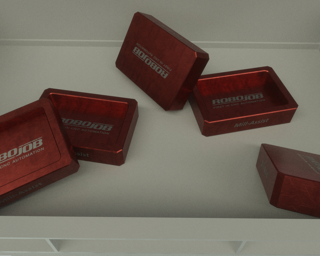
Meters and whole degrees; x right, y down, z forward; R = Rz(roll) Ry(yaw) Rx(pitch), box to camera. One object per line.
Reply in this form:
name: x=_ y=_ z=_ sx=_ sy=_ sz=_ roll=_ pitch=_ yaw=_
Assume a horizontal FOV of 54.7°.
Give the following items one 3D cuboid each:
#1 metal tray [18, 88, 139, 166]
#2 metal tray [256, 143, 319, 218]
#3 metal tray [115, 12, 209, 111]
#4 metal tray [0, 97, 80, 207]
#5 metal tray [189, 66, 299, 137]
metal tray: x=-0.101 y=-0.004 z=0.403 sx=0.131 sy=0.030 sz=0.090 roll=8 pitch=50 yaw=6
metal tray: x=0.151 y=0.051 z=0.311 sx=0.090 sy=0.030 sz=0.130 roll=12 pitch=11 yaw=10
metal tray: x=-0.003 y=-0.095 z=0.441 sx=0.030 sy=0.089 sz=0.130 roll=-7 pitch=42 yaw=-48
metal tray: x=-0.168 y=0.032 z=0.344 sx=0.131 sy=0.030 sz=0.090 roll=-25 pitch=68 yaw=-8
metal tray: x=0.111 y=-0.041 z=0.437 sx=0.131 sy=0.030 sz=0.090 roll=-9 pitch=51 yaw=-8
